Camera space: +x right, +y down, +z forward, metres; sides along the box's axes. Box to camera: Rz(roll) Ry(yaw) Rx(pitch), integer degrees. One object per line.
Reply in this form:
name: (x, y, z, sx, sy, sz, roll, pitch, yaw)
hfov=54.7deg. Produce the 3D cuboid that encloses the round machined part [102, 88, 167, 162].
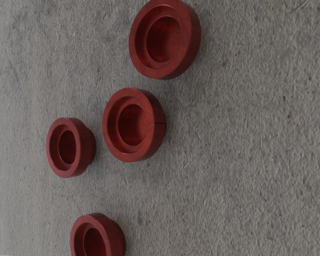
round machined part: (-0.030, -0.004, 0.419, 0.098, 0.042, 0.097, 0, 90, 40)

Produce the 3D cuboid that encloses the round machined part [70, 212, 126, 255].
round machined part: (-0.090, 0.177, 0.468, 0.098, 0.042, 0.097, 0, 90, 40)

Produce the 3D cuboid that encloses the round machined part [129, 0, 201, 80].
round machined part: (0.010, -0.108, 0.386, 0.098, 0.042, 0.097, 0, 90, 40)

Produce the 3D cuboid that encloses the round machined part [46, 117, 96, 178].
round machined part: (-0.143, 0.032, 0.513, 0.098, 0.042, 0.097, 0, 90, 40)
